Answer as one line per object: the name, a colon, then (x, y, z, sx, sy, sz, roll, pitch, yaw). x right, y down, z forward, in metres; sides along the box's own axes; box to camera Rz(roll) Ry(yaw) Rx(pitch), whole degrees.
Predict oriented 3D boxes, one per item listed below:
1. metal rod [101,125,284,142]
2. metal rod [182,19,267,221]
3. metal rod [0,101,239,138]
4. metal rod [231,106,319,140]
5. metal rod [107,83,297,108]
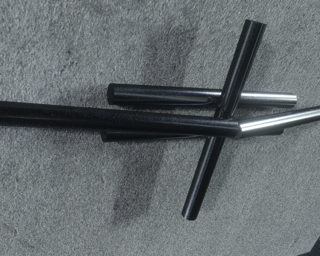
metal rod: (0.065, 0.002, 0.446, 0.303, 0.025, 0.025, -1, 119, -28)
metal rod: (0.079, 0.006, 0.425, 0.025, 0.025, 0.298, 0, 119, -29)
metal rod: (-0.048, -0.008, 0.345, 0.302, 0.025, 0.025, 3, 117, -20)
metal rod: (0.217, -0.016, 0.487, 0.303, 0.025, 0.025, -9, 123, -36)
metal rod: (0.076, -0.041, 0.426, 0.303, 0.025, 0.025, -1, 119, -28)
